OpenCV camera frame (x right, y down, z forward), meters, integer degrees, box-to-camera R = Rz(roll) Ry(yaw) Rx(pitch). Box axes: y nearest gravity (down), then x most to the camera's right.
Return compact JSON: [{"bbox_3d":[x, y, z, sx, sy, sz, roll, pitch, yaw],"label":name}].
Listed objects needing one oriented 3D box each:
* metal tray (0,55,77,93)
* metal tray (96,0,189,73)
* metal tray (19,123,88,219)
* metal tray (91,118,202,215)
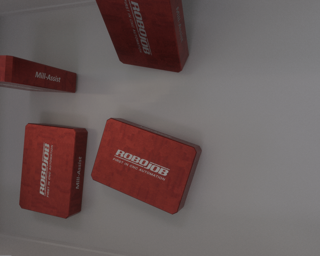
[{"bbox_3d":[-0.189,-0.070,0.421,0.090,0.130,0.030,5,92,20],"label":"metal tray"},{"bbox_3d":[-0.019,-0.126,0.364,0.090,0.130,0.030,13,61,19],"label":"metal tray"},{"bbox_3d":[-0.160,0.061,0.464,0.090,0.030,0.129,6,92,19],"label":"metal tray"},{"bbox_3d":[-0.020,0.047,0.415,0.130,0.030,0.089,19,96,19],"label":"metal tray"}]
